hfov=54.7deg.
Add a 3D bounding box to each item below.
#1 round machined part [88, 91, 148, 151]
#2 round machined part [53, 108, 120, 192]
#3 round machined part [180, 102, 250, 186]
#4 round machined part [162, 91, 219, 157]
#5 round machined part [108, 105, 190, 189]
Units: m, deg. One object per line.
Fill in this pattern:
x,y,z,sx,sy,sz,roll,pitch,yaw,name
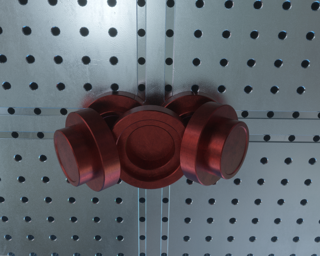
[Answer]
-0.056,0.004,0.405,0.099,0.042,0.097,0,110,-1,round machined part
-0.090,0.029,0.359,0.042,0.098,0.097,-20,115,-33,round machined part
0.069,0.021,0.359,0.042,0.099,0.097,17,116,37,round machined part
0.043,0.004,0.406,0.099,0.042,0.097,0,110,-1,round machined part
-0.011,0.019,0.365,0.099,0.042,0.097,0,110,-1,round machined part
